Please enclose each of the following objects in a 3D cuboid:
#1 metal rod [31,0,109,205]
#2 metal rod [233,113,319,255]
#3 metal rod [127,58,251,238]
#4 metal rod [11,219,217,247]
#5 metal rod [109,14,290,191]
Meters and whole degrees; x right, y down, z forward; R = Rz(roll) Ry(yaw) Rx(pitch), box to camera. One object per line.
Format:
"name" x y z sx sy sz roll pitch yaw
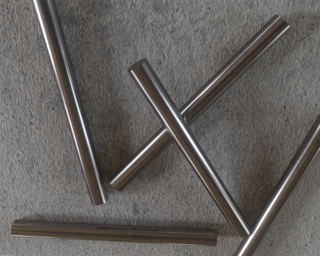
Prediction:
"metal rod" -0.112 -0.033 0.396 0.025 0.025 0.298 -9 110 3
"metal rod" 0.169 0.110 0.451 0.025 0.025 0.298 21 109 -8
"metal rod" 0.050 0.043 0.405 0.025 0.025 0.299 -29 116 10
"metal rod" -0.066 0.158 0.467 0.302 0.025 0.025 4 110 -2
"metal rod" 0.041 -0.023 0.401 0.025 0.025 0.299 42 105 -14
